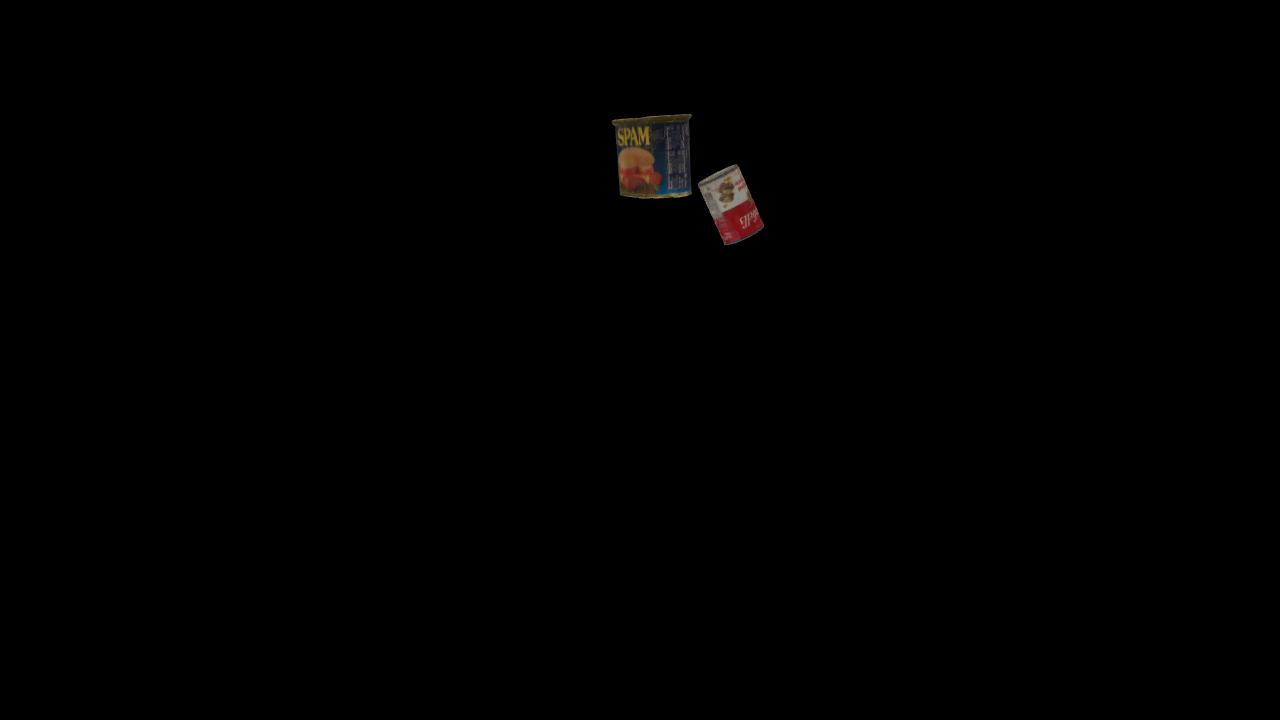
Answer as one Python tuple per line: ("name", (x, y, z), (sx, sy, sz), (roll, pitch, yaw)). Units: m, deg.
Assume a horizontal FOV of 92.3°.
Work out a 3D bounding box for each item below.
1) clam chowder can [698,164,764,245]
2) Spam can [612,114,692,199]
("clam chowder can", (0.138, -0.236, 0.935), (0.068, 0.102, 0.068), (-26, 16, 8))
("Spam can", (0.014, -0.228, 0.692), (0.058, 0.085, 0.101), (-16, 24, -27))
